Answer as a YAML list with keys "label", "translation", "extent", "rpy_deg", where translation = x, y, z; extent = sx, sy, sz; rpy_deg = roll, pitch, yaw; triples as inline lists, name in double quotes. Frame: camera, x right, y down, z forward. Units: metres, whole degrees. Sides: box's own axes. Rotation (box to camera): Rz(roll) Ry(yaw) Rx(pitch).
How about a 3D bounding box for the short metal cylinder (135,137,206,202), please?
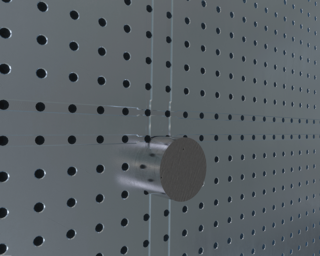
- label: "short metal cylinder"
  translation: [0.015, 0.051, 0.404]
  extent: [0.081, 0.050, 0.080]
  rpy_deg: [0, 90, -40]
